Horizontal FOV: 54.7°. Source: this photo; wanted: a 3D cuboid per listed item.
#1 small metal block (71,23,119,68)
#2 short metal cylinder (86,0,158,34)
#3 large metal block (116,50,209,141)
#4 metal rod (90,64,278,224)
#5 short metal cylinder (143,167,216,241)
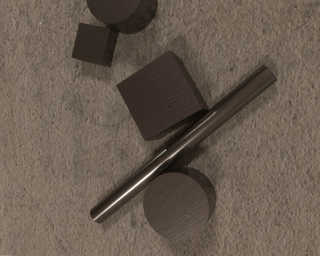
[{"bbox_3d":[-0.092,-0.118,0.440,0.050,0.025,0.050,16,95,19],"label":"small metal block"},{"bbox_3d":[-0.049,-0.172,0.412,0.080,0.050,0.079,0,90,19],"label":"short metal cylinder"},{"bbox_3d":[0.005,-0.038,0.393,0.080,0.050,0.080,-30,80,17],"label":"large metal block"},{"bbox_3d":[0.020,0.030,0.401,0.299,0.025,0.025,-41,78,15],"label":"metal rod"},{"bbox_3d":[0.026,0.092,0.386,0.080,0.050,0.079,0,90,19],"label":"short metal cylinder"}]
